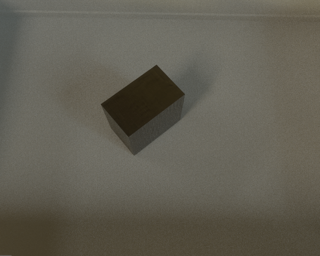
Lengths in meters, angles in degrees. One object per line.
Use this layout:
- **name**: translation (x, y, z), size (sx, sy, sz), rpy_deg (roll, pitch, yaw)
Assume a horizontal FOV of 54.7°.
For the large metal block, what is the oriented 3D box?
- **large metal block**: translation (-0.019, -0.019, 0.384), size (0.080, 0.080, 0.050), rpy_deg (-38, 75, -13)
